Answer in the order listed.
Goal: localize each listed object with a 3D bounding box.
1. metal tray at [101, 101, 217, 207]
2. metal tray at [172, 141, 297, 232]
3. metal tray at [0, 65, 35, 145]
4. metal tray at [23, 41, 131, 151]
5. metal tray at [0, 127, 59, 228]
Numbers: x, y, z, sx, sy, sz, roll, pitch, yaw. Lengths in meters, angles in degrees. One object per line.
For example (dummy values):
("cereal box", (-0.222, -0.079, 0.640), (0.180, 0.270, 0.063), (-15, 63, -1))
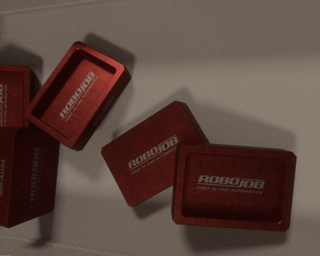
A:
("metal tray", (-0.003, 0.035, 0.408), (0.130, 0.030, 0.090), (-32, 80, 16))
("metal tray", (0.082, 0.065, 0.354), (0.131, 0.030, 0.089), (5, 93, -2))
("metal tray", (-0.241, -0.029, 0.468), (0.091, 0.030, 0.129), (1, 90, -11))
("metal tray", (-0.113, -0.045, 0.426), (0.090, 0.030, 0.130), (31, 82, 17))
("metal tray", (-0.188, 0.064, 0.440), (0.030, 0.090, 0.129), (7, 92, 20))
